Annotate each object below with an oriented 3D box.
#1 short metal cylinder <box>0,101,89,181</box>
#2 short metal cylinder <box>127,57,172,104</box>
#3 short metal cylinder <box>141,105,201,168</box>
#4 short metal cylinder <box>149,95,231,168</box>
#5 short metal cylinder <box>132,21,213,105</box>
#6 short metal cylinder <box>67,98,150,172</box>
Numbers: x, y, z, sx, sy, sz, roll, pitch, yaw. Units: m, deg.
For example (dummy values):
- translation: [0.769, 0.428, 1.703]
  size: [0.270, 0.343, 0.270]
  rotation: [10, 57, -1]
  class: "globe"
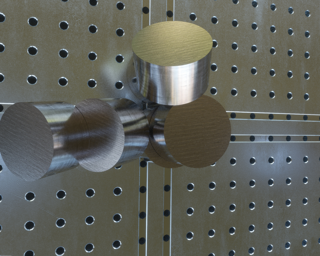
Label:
- translation: [-0.124, 0.011, 0.331]
  size: [0.050, 0.080, 0.079]
  rotation: [-12, 96, -62]
  class: "short metal cylinder"
- translation: [0.002, -0.071, 0.399]
  size: [0.081, 0.050, 0.079]
  rotation: [0, 90, -20]
  class: "short metal cylinder"
- translation: [0.007, 0.009, 0.401]
  size: [0.081, 0.050, 0.079]
  rotation: [0, 90, -20]
  class: "short metal cylinder"
- translation: [0.033, 0.003, 0.356]
  size: [0.081, 0.050, 0.079]
  rotation: [0, 90, -20]
  class: "short metal cylinder"
- translation: [0.013, -0.070, 0.327]
  size: [0.081, 0.080, 0.050]
  rotation: [-25, 142, -18]
  class: "short metal cylinder"
- translation: [-0.059, 0.006, 0.354]
  size: [0.050, 0.080, 0.079]
  rotation: [-11, 95, -61]
  class: "short metal cylinder"
